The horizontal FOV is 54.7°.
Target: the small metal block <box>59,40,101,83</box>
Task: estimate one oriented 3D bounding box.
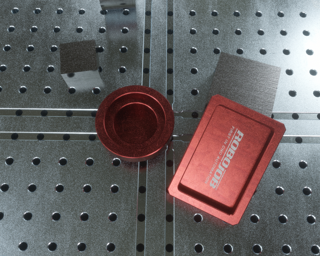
[{"bbox_3d":[-0.115,-0.096,0.446,0.050,0.025,0.050,-8,70,-3],"label":"small metal block"}]

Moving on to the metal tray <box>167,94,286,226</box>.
[{"bbox_3d":[0.076,0.036,0.367,0.090,0.030,0.129,25,95,5],"label":"metal tray"}]

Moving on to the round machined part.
[{"bbox_3d":[-0.031,-0.003,0.404,0.099,0.042,0.098,0,70,0],"label":"round machined part"}]

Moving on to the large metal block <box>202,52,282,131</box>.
[{"bbox_3d":[0.107,-0.045,0.416,0.080,0.050,0.080,17,71,6],"label":"large metal block"}]

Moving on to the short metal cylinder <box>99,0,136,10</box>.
[{"bbox_3d":[-0.065,-0.220,0.462,0.050,0.080,0.080,-5,70,-2],"label":"short metal cylinder"}]
